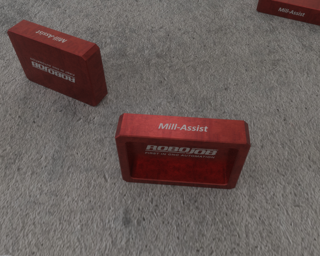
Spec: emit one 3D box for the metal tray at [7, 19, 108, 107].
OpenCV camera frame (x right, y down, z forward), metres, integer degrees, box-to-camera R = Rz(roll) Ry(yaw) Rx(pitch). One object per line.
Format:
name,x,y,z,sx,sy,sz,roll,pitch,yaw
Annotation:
metal tray,-0.141,-0.090,0.435,0.130,0.090,0.030,22,54,17

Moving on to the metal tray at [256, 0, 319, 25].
metal tray,0.268,-0.251,0.613,0.130,0.030,0.090,20,53,15

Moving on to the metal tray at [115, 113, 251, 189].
metal tray,0.023,0.028,0.337,0.131,0.090,0.030,4,50,3
